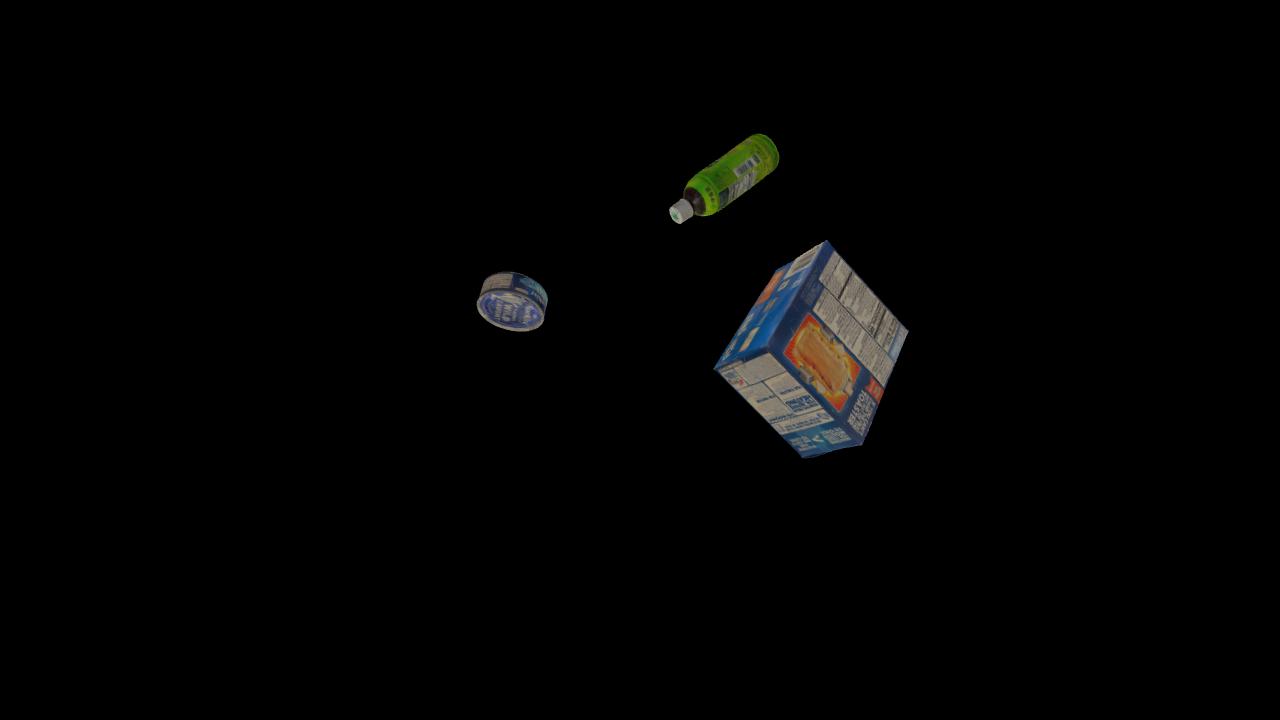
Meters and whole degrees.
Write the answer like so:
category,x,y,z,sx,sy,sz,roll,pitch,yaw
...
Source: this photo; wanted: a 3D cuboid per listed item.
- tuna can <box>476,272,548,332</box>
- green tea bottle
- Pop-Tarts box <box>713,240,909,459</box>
category,x,y,z,sx,sy,sz,roll,pitch,yaw
tuna can,-0.158,-0.072,0.767,0.084,0.034,0.084,6,-31,4
green tea bottle,0.133,-0.287,0.992,0.212,0.073,0.073,-39,16,-22
Pop-Tarts box,0.181,-0.011,0.637,0.141,0.167,0.083,43,-33,-12
